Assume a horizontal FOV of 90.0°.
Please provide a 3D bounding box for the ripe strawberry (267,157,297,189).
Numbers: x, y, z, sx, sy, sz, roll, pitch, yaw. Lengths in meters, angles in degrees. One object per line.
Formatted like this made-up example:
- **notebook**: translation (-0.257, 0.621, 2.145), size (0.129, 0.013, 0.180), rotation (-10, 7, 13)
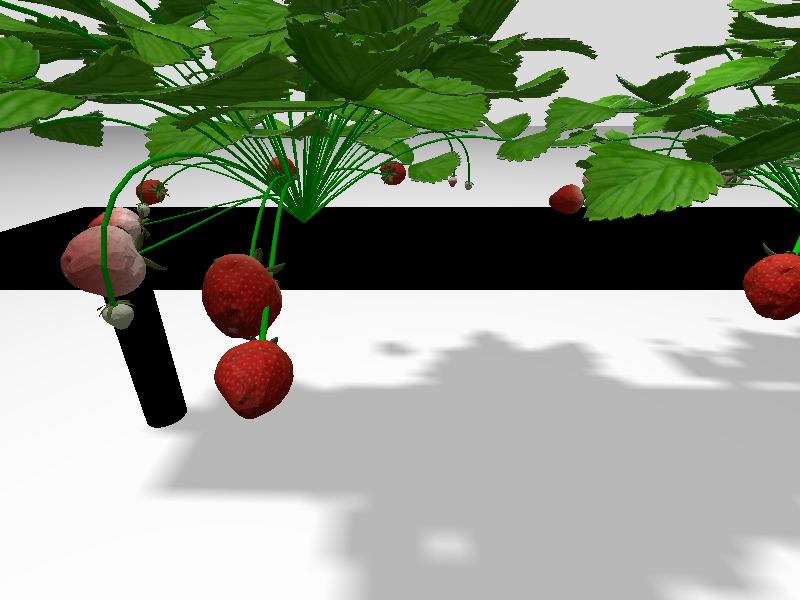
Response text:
- **ripe strawberry**: translation (-0.148, -0.159, 0.501), size (0.036, 0.041, 0.039), rotation (-9, 26, -18)

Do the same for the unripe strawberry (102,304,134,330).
- **unripe strawberry**: translation (-0.117, 0.007, 0.167), size (0.011, 0.011, 0.010), rotation (4, 25, 8)

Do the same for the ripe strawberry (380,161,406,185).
- **ripe strawberry**: translation (-0.008, -0.169, 0.532), size (0.035, 0.031, 0.032), rotation (9, 26, 19)

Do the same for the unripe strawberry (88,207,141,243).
- **unripe strawberry**: translation (-0.203, -0.052, 0.286), size (0.031, 0.026, 0.031), rotation (-15, 29, -27)

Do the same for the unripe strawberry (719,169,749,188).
- **unripe strawberry**: translation (0.426, -0.164, 0.514), size (0.033, 0.038, 0.036), rotation (8, 26, 16)

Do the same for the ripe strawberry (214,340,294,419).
- **ripe strawberry**: translation (-0.046, 0.026, 0.126), size (0.024, 0.025, 0.026), rotation (-4, 26, -8)

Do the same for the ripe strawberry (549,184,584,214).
- **ripe strawberry**: translation (0.157, -0.095, 0.379), size (0.030, 0.026, 0.030), rotation (-4, 24, 12)

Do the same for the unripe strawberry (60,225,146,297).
- **unripe strawberry**: translation (-0.153, -0.019, 0.205), size (0.032, 0.037, 0.035), rotation (10, 28, 21)

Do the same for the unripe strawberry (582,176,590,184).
- **unripe strawberry**: translation (0.248, -0.158, 0.520), size (0.020, 0.023, 0.022), rotation (-15, -7, -29)

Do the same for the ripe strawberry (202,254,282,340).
- **ripe strawberry**: translation (-0.066, 0.000, 0.166), size (0.031, 0.035, 0.034), rotation (-2, 42, -5)

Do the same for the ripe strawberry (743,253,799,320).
- **ripe strawberry**: translation (0.174, -0.005, 0.185), size (0.027, 0.029, 0.030), rotation (24, -12, 41)

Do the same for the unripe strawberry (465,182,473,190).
- **unripe strawberry**: translation (0.082, -0.136, 0.478), size (0.010, 0.010, 0.009), rotation (-20, 31, -36)

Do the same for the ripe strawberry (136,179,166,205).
- **ripe strawberry**: translation (-0.261, -0.113, 0.418), size (0.029, 0.024, 0.029), rotation (2, 24, 25)

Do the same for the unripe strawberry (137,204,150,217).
- **unripe strawberry**: translation (-0.228, -0.080, 0.356), size (0.010, 0.011, 0.011), rotation (1, 25, 2)
